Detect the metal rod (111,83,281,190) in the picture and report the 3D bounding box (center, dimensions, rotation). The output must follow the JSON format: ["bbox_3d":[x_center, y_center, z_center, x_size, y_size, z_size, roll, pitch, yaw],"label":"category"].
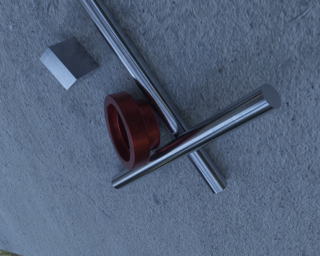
[{"bbox_3d":[0.016,0.029,0.382,0.025,0.025,0.299,48,138,-6],"label":"metal rod"}]

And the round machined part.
[{"bbox_3d":[-0.033,0.001,0.392,0.098,0.042,0.097,48,147,46],"label":"round machined part"}]

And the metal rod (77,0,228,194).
[{"bbox_3d":[-0.006,-0.041,0.383,0.025,0.025,0.299,-27,104,37],"label":"metal rod"}]

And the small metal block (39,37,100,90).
[{"bbox_3d":[-0.114,-0.084,0.397,0.025,0.050,0.050,-34,100,38],"label":"small metal block"}]
